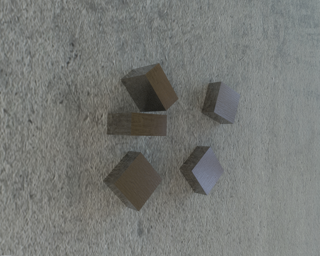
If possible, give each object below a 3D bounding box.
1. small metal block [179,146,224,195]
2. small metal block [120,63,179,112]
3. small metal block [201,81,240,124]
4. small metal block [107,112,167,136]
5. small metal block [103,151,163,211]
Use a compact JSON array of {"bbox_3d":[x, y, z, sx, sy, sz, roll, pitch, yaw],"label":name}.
[{"bbox_3d":[0.063,0.062,0.457,0.050,0.025,0.050,-47,118,-29],"label":"small metal block"},{"bbox_3d":[-0.013,-0.047,0.377,0.025,0.050,0.050,-46,118,-30],"label":"small metal block"},{"bbox_3d":[0.096,-0.038,0.485,0.050,0.025,0.050,25,74,-37],"label":"small metal block"},{"bbox_3d":[-0.027,-0.004,0.365,0.050,0.050,0.025,2,89,-40],"label":"small metal block"},{"bbox_3d":[-0.032,0.064,0.378,0.050,0.025,0.050,-50,120,-28],"label":"small metal block"}]
